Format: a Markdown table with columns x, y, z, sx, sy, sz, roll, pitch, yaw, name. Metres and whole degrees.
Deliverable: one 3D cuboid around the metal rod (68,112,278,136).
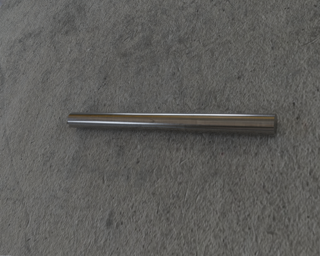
| x | y | z | sx | sy | sz | roll | pitch | yaw | name |
| --- | --- | --- | --- | --- | --- | --- | --- | --- | --- |
| -0.004 | -0.008 | 0.413 | 0.300 | 0.025 | 0.025 | 2 | 63 | 29 | metal rod |
